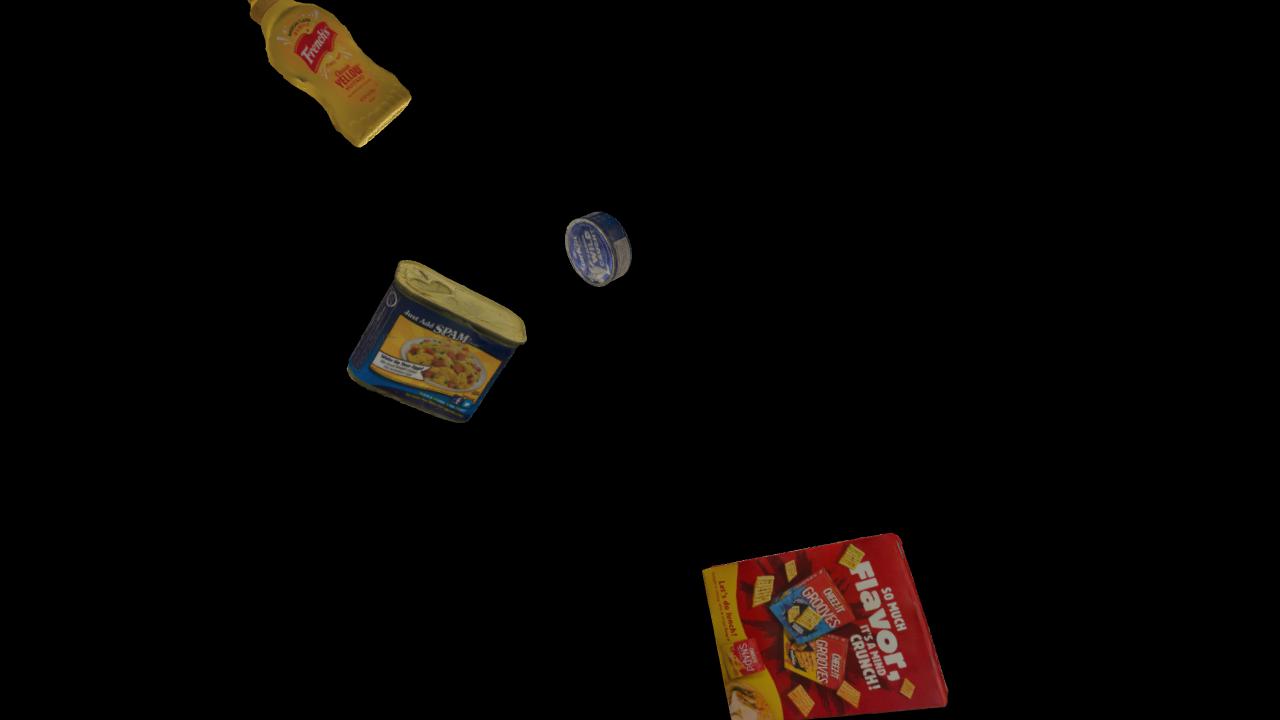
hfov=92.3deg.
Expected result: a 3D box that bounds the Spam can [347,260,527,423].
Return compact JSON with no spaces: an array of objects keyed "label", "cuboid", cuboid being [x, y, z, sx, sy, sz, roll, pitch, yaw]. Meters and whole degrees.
[{"label":"Spam can","cuboid":[-0.150,-0.010,0.456,0.101,0.085,0.058,28,18,-25]}]

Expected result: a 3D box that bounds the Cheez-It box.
[{"label":"Cheez-It box","cuboid":[0.194,0.293,0.674,0.223,0.166,0.071,-20,-24,21]}]

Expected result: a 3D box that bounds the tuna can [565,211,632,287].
[{"label":"tuna can","cuboid":[-0.049,-0.132,0.727,0.034,0.084,0.084,-33,21,-36]}]

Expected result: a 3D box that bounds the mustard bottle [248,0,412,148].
[{"label":"mustard bottle","cuboid":[-0.354,-0.334,0.679,0.184,0.092,0.054,45,-15,-23]}]
